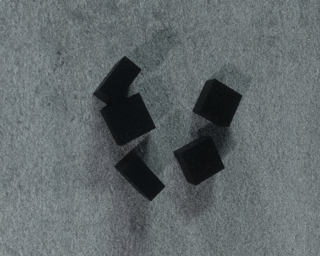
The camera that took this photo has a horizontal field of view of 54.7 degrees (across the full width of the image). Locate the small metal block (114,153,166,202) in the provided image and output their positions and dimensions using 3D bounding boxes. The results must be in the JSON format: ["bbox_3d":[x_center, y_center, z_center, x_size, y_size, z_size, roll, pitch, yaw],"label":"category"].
[{"bbox_3d":[-0.026,0.060,0.387,0.025,0.050,0.050,-44,104,-15],"label":"small metal block"}]

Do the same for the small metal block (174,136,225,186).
[{"bbox_3d":[0.055,0.044,0.431,0.050,0.025,0.050,-27,99,-18],"label":"small metal block"}]

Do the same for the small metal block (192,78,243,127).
[{"bbox_3d":[0.082,-0.035,0.441,0.050,0.025,0.050,28,81,-18],"label":"small metal block"}]

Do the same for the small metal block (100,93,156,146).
[{"bbox_3d":[-0.041,-0.011,0.395,0.050,0.025,0.050,-28,100,-18],"label":"small metal block"}]

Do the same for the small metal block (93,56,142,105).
[{"bbox_3d":[-0.053,-0.056,0.377,0.025,0.050,0.050,38,78,-17],"label":"small metal block"}]
